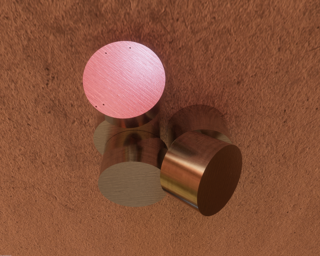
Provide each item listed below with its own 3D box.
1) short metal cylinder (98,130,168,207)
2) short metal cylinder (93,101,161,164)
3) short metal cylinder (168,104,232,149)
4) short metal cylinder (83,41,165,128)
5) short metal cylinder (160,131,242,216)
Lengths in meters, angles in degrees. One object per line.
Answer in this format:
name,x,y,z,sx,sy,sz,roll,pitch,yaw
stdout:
short metal cylinder,-0.029,0.049,0.367,0.081,0.050,0.079,0,130,0
short metal cylinder,-0.040,0.000,0.391,0.081,0.050,0.079,0,130,0
short metal cylinder,0.051,0.016,0.406,0.081,0.050,0.079,0,130,0
short metal cylinder,-0.035,-0.043,0.327,0.081,0.080,0.050,0,169,-1
short metal cylinder,0.046,0.048,0.339,0.050,0.080,0.080,21,145,41
